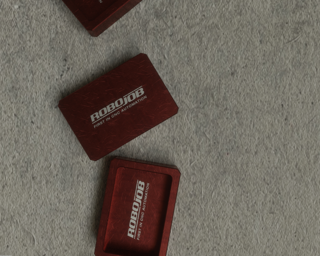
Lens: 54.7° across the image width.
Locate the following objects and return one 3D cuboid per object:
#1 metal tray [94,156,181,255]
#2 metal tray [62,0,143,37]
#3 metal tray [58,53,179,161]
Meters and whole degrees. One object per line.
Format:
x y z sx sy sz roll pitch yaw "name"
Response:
-0.028 0.108 0.407 0.091 0.030 0.129 10 90 0 "metal tray"
-0.096 -0.198 0.406 0.090 0.030 0.130 -40 90 0 "metal tray"
-0.053 -0.027 0.407 0.130 0.030 0.090 -31 90 0 "metal tray"
